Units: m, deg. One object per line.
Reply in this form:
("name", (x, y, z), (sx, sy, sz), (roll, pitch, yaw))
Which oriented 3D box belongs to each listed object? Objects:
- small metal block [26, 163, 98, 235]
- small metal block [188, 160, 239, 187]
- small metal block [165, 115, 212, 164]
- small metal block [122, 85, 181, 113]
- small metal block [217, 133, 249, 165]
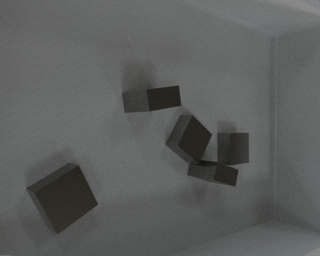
("small metal block", (-0.101, 0.072, 0.322), (0.050, 0.025, 0.050), (-33, 111, -35))
("small metal block", (0.078, 0.066, 0.456), (0.050, 0.050, 0.025), (22, 76, -38))
("small metal block", (0.042, 0.016, 0.442), (0.050, 0.025, 0.050), (41, 65, -32))
("small metal block", (-0.010, -0.035, 0.381), (0.050, 0.050, 0.025), (-13, 99, -39))
("small metal block", (0.120, 0.033, 0.507), (0.050, 0.025, 0.050), (-1, 91, -40))
